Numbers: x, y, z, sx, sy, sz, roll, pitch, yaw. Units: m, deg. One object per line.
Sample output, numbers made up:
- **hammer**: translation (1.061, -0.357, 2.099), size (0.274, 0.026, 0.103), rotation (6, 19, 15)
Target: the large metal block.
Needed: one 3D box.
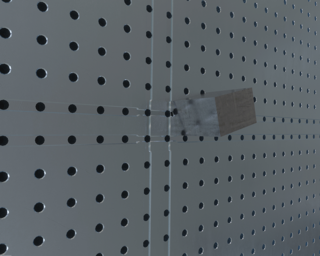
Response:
- **large metal block**: translation (0.075, -0.023, 0.435), size (0.081, 0.080, 0.050), rotation (-17, 101, -39)
